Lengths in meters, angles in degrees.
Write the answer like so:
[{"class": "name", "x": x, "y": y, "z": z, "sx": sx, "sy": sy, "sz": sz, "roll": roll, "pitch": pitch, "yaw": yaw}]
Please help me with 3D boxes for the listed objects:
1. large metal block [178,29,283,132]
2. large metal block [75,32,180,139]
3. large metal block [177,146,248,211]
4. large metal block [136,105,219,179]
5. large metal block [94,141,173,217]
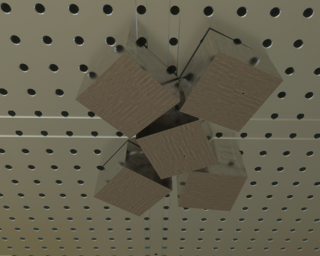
[{"class": "large metal block", "x": 0.074, "y": -0.051, "z": 0.351, "sx": 0.080, "sy": 0.050, "sz": 0.080, "roll": 18, "pitch": 128, "yaw": -19}, {"class": "large metal block", "x": -0.035, "y": -0.046, "z": 0.355, "sx": 0.080, "sy": 0.050, "sz": 0.080, "roll": -36, "pitch": 121, "yaw": 27}, {"class": "large metal block", "x": 0.073, "y": 0.076, "z": 0.460, "sx": 0.080, "sy": 0.050, "sz": 0.079, "roll": 6, "pitch": 130, "yaw": -6}, {"class": "large metal block", "x": 0.023, "y": 0.014, "z": 0.406, "sx": 0.080, "sy": 0.050, "sz": 0.080, "roll": -18, "pitch": 128, "yaw": 14}, {"class": "large metal block", "x": -0.039, "y": 0.077, "z": 0.458, "sx": 0.080, "sy": 0.050, "sz": 0.080, "roll": 31, "pitch": 123, "yaw": -23}]
